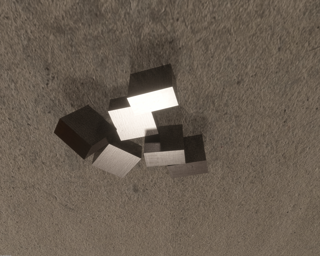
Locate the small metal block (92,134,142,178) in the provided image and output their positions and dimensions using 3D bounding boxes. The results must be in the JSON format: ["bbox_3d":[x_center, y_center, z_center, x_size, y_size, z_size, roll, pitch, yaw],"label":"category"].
[{"bbox_3d":[-0.061,0.039,0.440,0.050,0.025,0.050,28,125,-22],"label":"small metal block"}]

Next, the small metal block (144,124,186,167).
[{"bbox_3d":[0.006,0.023,0.410,0.050,0.050,0.025,-5,130,5],"label":"small metal block"}]

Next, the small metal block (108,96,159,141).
[{"bbox_3d":[-0.032,-0.014,0.394,0.050,0.025,0.050,-11,130,8],"label":"small metal block"}]

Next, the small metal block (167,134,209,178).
[{"bbox_3d":[0.037,0.038,0.424,0.050,0.050,0.025,-10,130,7],"label":"small metal block"}]

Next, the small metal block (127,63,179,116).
[{"bbox_3d":[-0.008,-0.044,0.353,0.050,0.050,0.025,-13,129,10],"label":"small metal block"}]

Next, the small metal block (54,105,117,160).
[{"bbox_3d":[-0.091,0.004,0.381,0.050,0.050,0.025,40,125,7],"label":"small metal block"}]
